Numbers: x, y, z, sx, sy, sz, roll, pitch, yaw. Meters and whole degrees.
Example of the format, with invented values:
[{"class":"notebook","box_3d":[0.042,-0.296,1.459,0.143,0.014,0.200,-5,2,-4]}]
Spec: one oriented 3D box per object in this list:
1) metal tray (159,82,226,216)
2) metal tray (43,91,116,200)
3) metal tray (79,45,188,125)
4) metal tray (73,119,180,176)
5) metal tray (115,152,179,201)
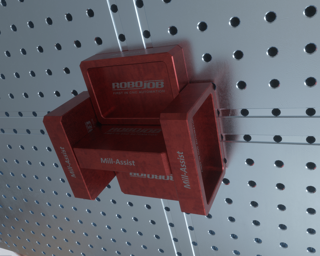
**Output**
[{"class":"metal tray","box_3d":[0.043,0.023,0.359,0.030,0.090,0.129,1,119,28]},{"class":"metal tray","box_3d":[-0.100,0.023,0.433,0.030,0.090,0.129,1,119,28]},{"class":"metal tray","box_3d":[-0.030,-0.050,0.391,0.130,0.030,0.089,1,119,27]},{"class":"metal tray","box_3d":[-0.031,0.017,0.392,0.130,0.090,0.030,1,119,27]},{"class":"metal tray","box_3d":[-0.004,0.057,0.442,0.130,0.030,0.089,1,119,27]}]
